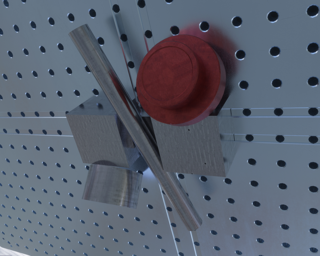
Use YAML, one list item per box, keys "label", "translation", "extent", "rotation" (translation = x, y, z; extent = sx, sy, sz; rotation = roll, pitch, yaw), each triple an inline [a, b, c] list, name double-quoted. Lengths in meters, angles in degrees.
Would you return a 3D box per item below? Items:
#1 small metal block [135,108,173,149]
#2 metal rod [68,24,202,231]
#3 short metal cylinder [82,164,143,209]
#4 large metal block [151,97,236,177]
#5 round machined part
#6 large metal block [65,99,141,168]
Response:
- label: "small metal block"
  translation: [-0.010, 0.001, 0.418]
  extent: [0.050, 0.025, 0.050]
  rotation: [1, 119, 28]
- label: "metal rod"
  translation: [-0.023, 0.011, 0.397]
  extent: [0.025, 0.025, 0.299]
  rotation: [-19, 109, 35]
- label: "short metal cylinder"
  translation: [-0.070, 0.087, 0.458]
  extent: [0.080, 0.050, 0.080]
  rotation: [9, 164, 3]
- label: "large metal block"
  translation: [0.043, 0.010, 0.379]
  extent: [0.080, 0.050, 0.080]
  rotation: [1, 119, 27]
- label: "round machined part"
  translation: [0.016, -0.052, 0.328]
  extent: [0.098, 0.042, 0.097]
  rotation: [-4, 82, 27]
- label: "large metal block"
  translation: [-0.074, 0.006, 0.439]
  extent: [0.080, 0.050, 0.080]
  rotation: [2, 120, 27]
